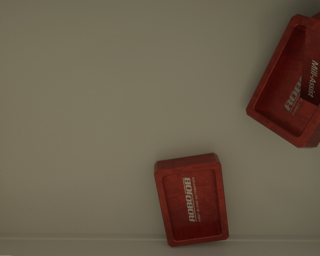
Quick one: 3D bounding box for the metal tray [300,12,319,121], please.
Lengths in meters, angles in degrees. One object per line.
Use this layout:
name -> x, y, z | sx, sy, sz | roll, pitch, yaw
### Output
metal tray -> 0.199, -0.074, 0.338 | 0.090, 0.030, 0.129 | -32, 135, -14

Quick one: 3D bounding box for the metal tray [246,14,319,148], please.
metal tray -> 0.165, -0.053, 0.354 | 0.030, 0.090, 0.129 | 4, 117, -38

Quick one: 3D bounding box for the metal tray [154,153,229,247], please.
metal tray -> 0.047, 0.106, 0.447 | 0.090, 0.030, 0.129 | -9, 110, 3
